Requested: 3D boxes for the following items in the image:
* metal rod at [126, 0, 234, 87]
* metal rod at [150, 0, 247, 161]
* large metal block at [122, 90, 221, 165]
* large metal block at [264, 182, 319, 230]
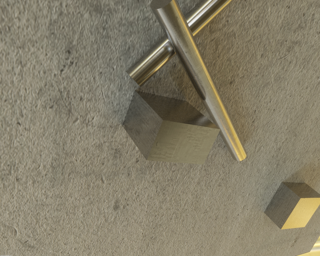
[{"bbox_3d":[0.079,-0.158,0.353,0.300,0.025,0.025,-43,130,1],"label":"metal rod"},{"bbox_3d":[0.066,-0.038,0.399,0.025,0.025,0.300,-40,136,-2],"label":"metal rod"},{"bbox_3d":[0.011,-0.001,0.378,0.081,0.080,0.050,8,114,-32],"label":"large metal block"},{"bbox_3d":[0.279,0.161,0.647,0.081,0.050,0.079,7,115,-32],"label":"large metal block"}]
